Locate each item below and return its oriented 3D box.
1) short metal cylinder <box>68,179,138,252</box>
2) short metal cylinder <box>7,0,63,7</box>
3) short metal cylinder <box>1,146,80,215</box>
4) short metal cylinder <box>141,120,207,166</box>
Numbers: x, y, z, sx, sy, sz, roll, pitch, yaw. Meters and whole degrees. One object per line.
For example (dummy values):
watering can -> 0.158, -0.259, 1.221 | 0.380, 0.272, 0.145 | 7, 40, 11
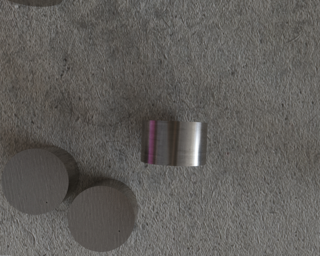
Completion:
short metal cylinder -> -0.071, 0.109, 0.397 | 0.081, 0.050, 0.080 | 0, 90, 0
short metal cylinder -> -0.161, -0.190, 0.381 | 0.081, 0.080, 0.050 | 0, 90, 0
short metal cylinder -> -0.150, 0.064, 0.396 | 0.081, 0.050, 0.080 | 0, 90, 0
short metal cylinder -> 0.017, 0.017, 0.382 | 0.081, 0.080, 0.050 | 2, 90, 0
